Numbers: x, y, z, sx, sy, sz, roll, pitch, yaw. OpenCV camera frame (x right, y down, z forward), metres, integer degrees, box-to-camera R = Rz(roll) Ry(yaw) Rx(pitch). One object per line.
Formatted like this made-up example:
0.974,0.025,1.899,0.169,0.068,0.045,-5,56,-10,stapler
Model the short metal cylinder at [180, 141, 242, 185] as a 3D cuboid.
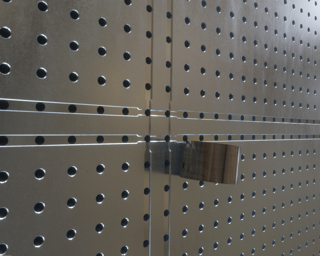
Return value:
0.070,0.048,0.431,0.081,0.080,0.050,11,83,-39,short metal cylinder
